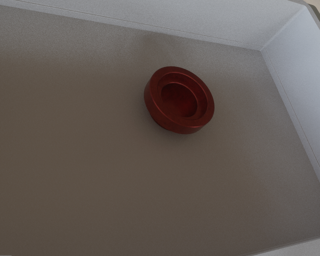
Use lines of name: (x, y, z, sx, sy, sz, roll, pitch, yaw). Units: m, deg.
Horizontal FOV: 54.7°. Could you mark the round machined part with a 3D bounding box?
round machined part: (0.023, -0.034, 0.429, 0.099, 0.042, 0.098, 14, 56, -21)
